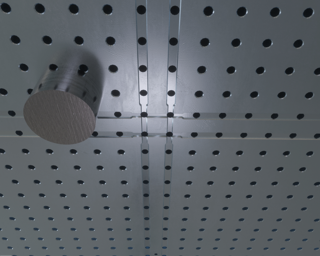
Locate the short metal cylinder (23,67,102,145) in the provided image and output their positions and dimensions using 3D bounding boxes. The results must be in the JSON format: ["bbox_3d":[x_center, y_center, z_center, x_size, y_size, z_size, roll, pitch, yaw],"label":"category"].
[{"bbox_3d":[-0.114,-0.026,0.372,0.080,0.050,0.080,0,130,0],"label":"short metal cylinder"}]
